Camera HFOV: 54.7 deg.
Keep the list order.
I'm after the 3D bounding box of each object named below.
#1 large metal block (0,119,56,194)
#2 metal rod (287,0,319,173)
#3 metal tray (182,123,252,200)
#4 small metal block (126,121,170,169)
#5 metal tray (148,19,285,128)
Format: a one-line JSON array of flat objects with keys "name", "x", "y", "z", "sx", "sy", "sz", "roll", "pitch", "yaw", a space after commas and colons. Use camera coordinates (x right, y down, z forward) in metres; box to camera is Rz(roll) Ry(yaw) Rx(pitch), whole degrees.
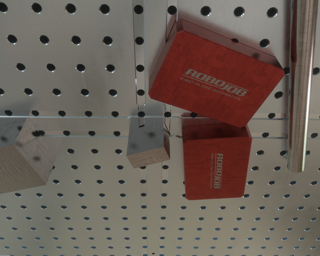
[{"name": "large metal block", "x": -0.206, "y": 0.042, "z": 0.428, "sx": 0.080, "sy": 0.050, "sz": 0.080, "roll": -13, "pitch": 129, "yaw": 10}, {"name": "metal rod", "x": 0.167, "y": -0.053, "z": 0.369, "sx": 0.025, "sy": 0.025, "sz": 0.299, "roll": -11, "pitch": 130, "yaw": 9}, {"name": "metal tray", "x": 0.080, "y": 0.053, "z": 0.455, "sx": 0.091, "sy": 0.030, "sz": 0.129, "roll": -4, "pitch": 130, "yaw": 3}, {"name": "small metal block", "x": -0.015, "y": 0.022, "z": 0.414, "sx": 0.050, "sy": 0.050, "sz": 0.025, "roll": -15, "pitch": 129, "yaw": 12}, {"name": "metal tray", "x": 0.062, "y": -0.058, "z": 0.360, "sx": 0.131, "sy": 0.030, "sz": 0.089, "roll": 17, "pitch": 128, "yaw": -15}]
